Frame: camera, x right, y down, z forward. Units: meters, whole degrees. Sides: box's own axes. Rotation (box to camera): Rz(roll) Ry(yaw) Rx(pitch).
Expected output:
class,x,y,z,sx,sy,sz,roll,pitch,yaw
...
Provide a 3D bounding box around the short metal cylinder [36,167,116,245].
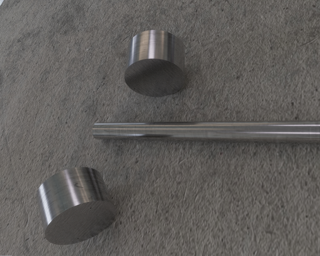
class,x,y,z,sx,sy,sz,roll,pitch,yaw
short metal cylinder,-0.098,0.092,0.364,0.080,0.080,0.050,-37,51,4

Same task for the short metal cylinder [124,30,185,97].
class,x,y,z,sx,sy,sz,roll,pitch,yaw
short metal cylinder,-0.006,-0.086,0.425,0.080,0.080,0.050,-11,57,22

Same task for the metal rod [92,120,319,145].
class,x,y,z,sx,sy,sz,roll,pitch,yaw
metal rod,0.043,0.004,0.378,0.300,0.025,0.025,0,62,28
